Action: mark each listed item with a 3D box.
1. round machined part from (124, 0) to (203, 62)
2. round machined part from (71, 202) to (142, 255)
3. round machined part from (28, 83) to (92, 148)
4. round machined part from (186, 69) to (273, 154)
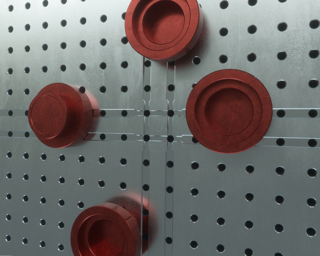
[{"bbox_3d":[0.007,-0.134,0.401,0.098,0.042,0.097,0,90,20],"label":"round machined part"},{"bbox_3d":[-0.070,0.152,0.429,0.098,0.042,0.097,0,90,20],"label":"round machined part"},{"bbox_3d":[-0.154,-0.018,0.459,0.098,0.042,0.097,0,90,20],"label":"round machined part"},{"bbox_3d":[0.084,-0.019,0.374,0.098,0.042,0.097,0,90,20],"label":"round machined part"}]
